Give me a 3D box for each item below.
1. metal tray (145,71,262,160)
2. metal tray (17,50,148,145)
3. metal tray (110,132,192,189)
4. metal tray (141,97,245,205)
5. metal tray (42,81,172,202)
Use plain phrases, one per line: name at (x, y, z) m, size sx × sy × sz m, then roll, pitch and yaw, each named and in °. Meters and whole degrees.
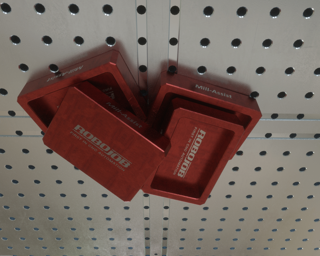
metal tray at (0.050, -0.011, 0.397) m, size 0.131 × 0.030 × 0.089 m, roll 15°, pitch 128°, yaw -12°
metal tray at (-0.092, -0.030, 0.381) m, size 0.130 × 0.030 × 0.090 m, roll -17°, pitch 128°, yaw 14°
metal tray at (-0.019, 0.050, 0.450) m, size 0.131 × 0.030 × 0.089 m, roll 20°, pitch 127°, yaw -17°
metal tray at (0.037, 0.034, 0.397) m, size 0.091 × 0.030 × 0.129 m, roll 16°, pitch 117°, yaw -13°
metal tray at (-0.064, 0.017, 0.369) m, size 0.130 × 0.030 × 0.090 m, roll 36°, pitch 116°, yaw -1°
